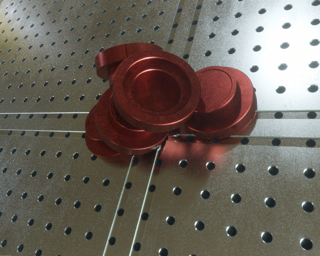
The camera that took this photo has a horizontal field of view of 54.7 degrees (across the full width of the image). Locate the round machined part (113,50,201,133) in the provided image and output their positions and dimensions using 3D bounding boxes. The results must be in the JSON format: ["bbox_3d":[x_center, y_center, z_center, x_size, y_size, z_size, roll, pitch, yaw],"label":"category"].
[{"bbox_3d":[-0.006,-0.039,0.361,0.099,0.042,0.098,4,65,-8],"label":"round machined part"}]

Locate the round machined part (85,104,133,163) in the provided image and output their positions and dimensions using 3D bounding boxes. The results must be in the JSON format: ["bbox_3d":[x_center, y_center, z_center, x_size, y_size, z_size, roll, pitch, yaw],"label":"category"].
[{"bbox_3d":[-0.064,-0.005,0.432,0.098,0.042,0.098,-13,56,20],"label":"round machined part"}]

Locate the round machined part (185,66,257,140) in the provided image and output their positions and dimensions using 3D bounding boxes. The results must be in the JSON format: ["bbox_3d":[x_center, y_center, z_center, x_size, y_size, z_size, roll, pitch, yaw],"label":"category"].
[{"bbox_3d":[0.066,-0.038,0.385,0.098,0.042,0.098,-13,56,20],"label":"round machined part"}]

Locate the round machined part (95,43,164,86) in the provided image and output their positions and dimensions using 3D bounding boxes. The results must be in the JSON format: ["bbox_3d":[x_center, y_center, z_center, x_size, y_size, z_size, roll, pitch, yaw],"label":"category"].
[{"bbox_3d":[-0.039,-0.080,0.436,0.098,0.098,0.042,-12,83,21],"label":"round machined part"}]

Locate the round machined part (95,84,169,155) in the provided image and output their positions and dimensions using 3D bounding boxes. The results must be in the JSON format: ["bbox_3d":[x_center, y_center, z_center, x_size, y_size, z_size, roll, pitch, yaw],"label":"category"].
[{"bbox_3d":[-0.032,-0.018,0.393,0.099,0.042,0.098,6,63,-11],"label":"round machined part"}]
